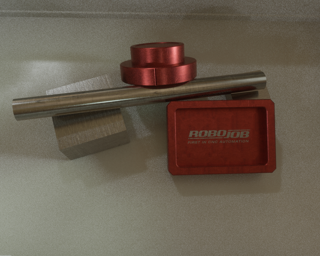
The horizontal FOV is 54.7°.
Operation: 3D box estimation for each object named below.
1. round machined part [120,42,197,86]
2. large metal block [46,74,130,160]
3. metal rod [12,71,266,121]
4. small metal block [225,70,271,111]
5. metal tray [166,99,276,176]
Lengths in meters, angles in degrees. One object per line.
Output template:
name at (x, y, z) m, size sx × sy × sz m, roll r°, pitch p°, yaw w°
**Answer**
round machined part at (-0.002, -0.086, 0.399) m, size 0.099 × 0.098 × 0.042 m, roll -4°, pitch 111°, yaw -2°
large metal block at (-0.090, -0.013, 0.398) m, size 0.081 × 0.050 × 0.080 m, roll -17°, pitch 71°, yaw -7°
metal rod at (-0.014, -0.041, 0.375) m, size 0.302 × 0.025 × 0.025 m, roll -8°, pitch 70°, yaw -11°
small metal block at (0.119, -0.048, 0.427) m, size 0.050 × 0.025 × 0.050 m, roll -11°, pitch 71°, yaw -4°
metal tray at (0.074, 0.011, 0.387) m, size 0.131 × 0.030 × 0.089 m, roll -1°, pitch 89°, yaw -2°
